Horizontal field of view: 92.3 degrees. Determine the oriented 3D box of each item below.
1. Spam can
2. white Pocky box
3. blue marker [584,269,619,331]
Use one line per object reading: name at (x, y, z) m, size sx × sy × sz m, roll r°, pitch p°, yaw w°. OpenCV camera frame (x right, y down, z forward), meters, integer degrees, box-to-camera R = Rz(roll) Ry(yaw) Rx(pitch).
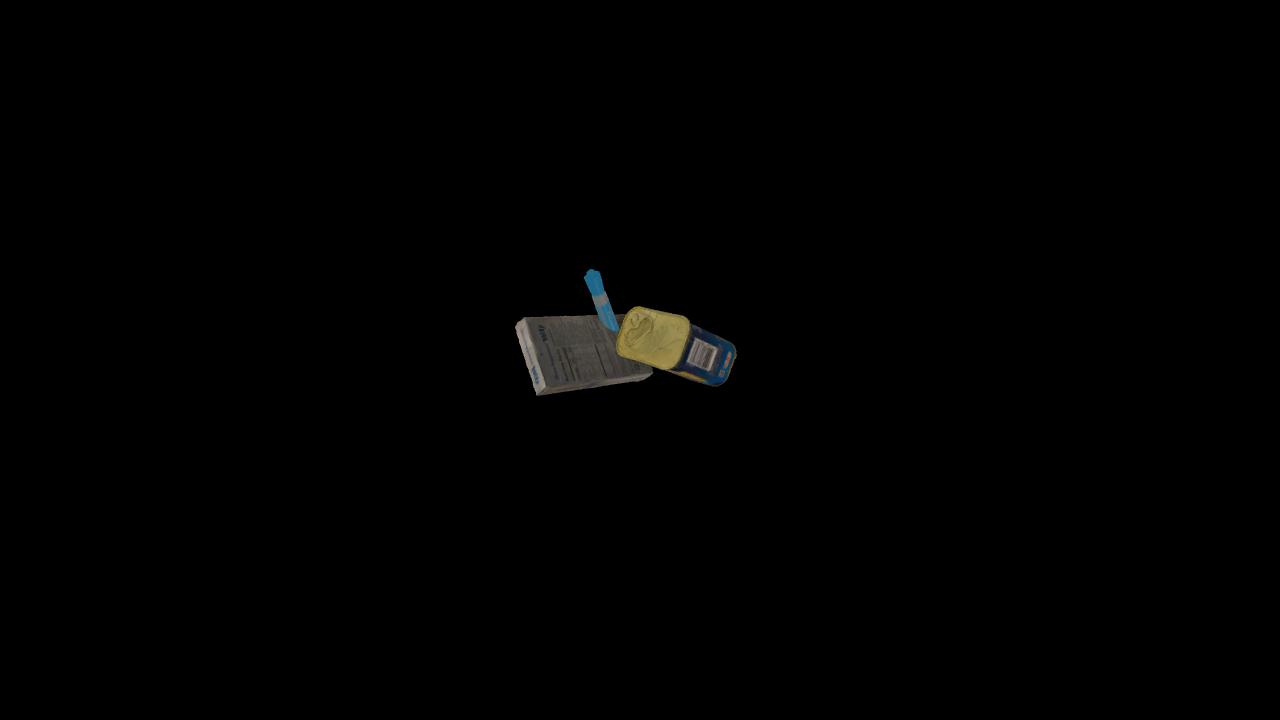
Spam can at (0.039, -0.013, 0.658) m, size 0.085 × 0.058 × 0.101 m, roll 22°, pitch -2°, yaw -42°
white Pocky box at (-0.059, -0.010, 0.693) m, size 0.154 × 0.084 × 0.028 m, roll -6°, pitch -21°, yaw -43°
blue marker at (-0.039, -0.052, 0.710) m, size 0.020 × 0.121 × 0.020 m, roll -12°, pitch 38°, yaw 9°
